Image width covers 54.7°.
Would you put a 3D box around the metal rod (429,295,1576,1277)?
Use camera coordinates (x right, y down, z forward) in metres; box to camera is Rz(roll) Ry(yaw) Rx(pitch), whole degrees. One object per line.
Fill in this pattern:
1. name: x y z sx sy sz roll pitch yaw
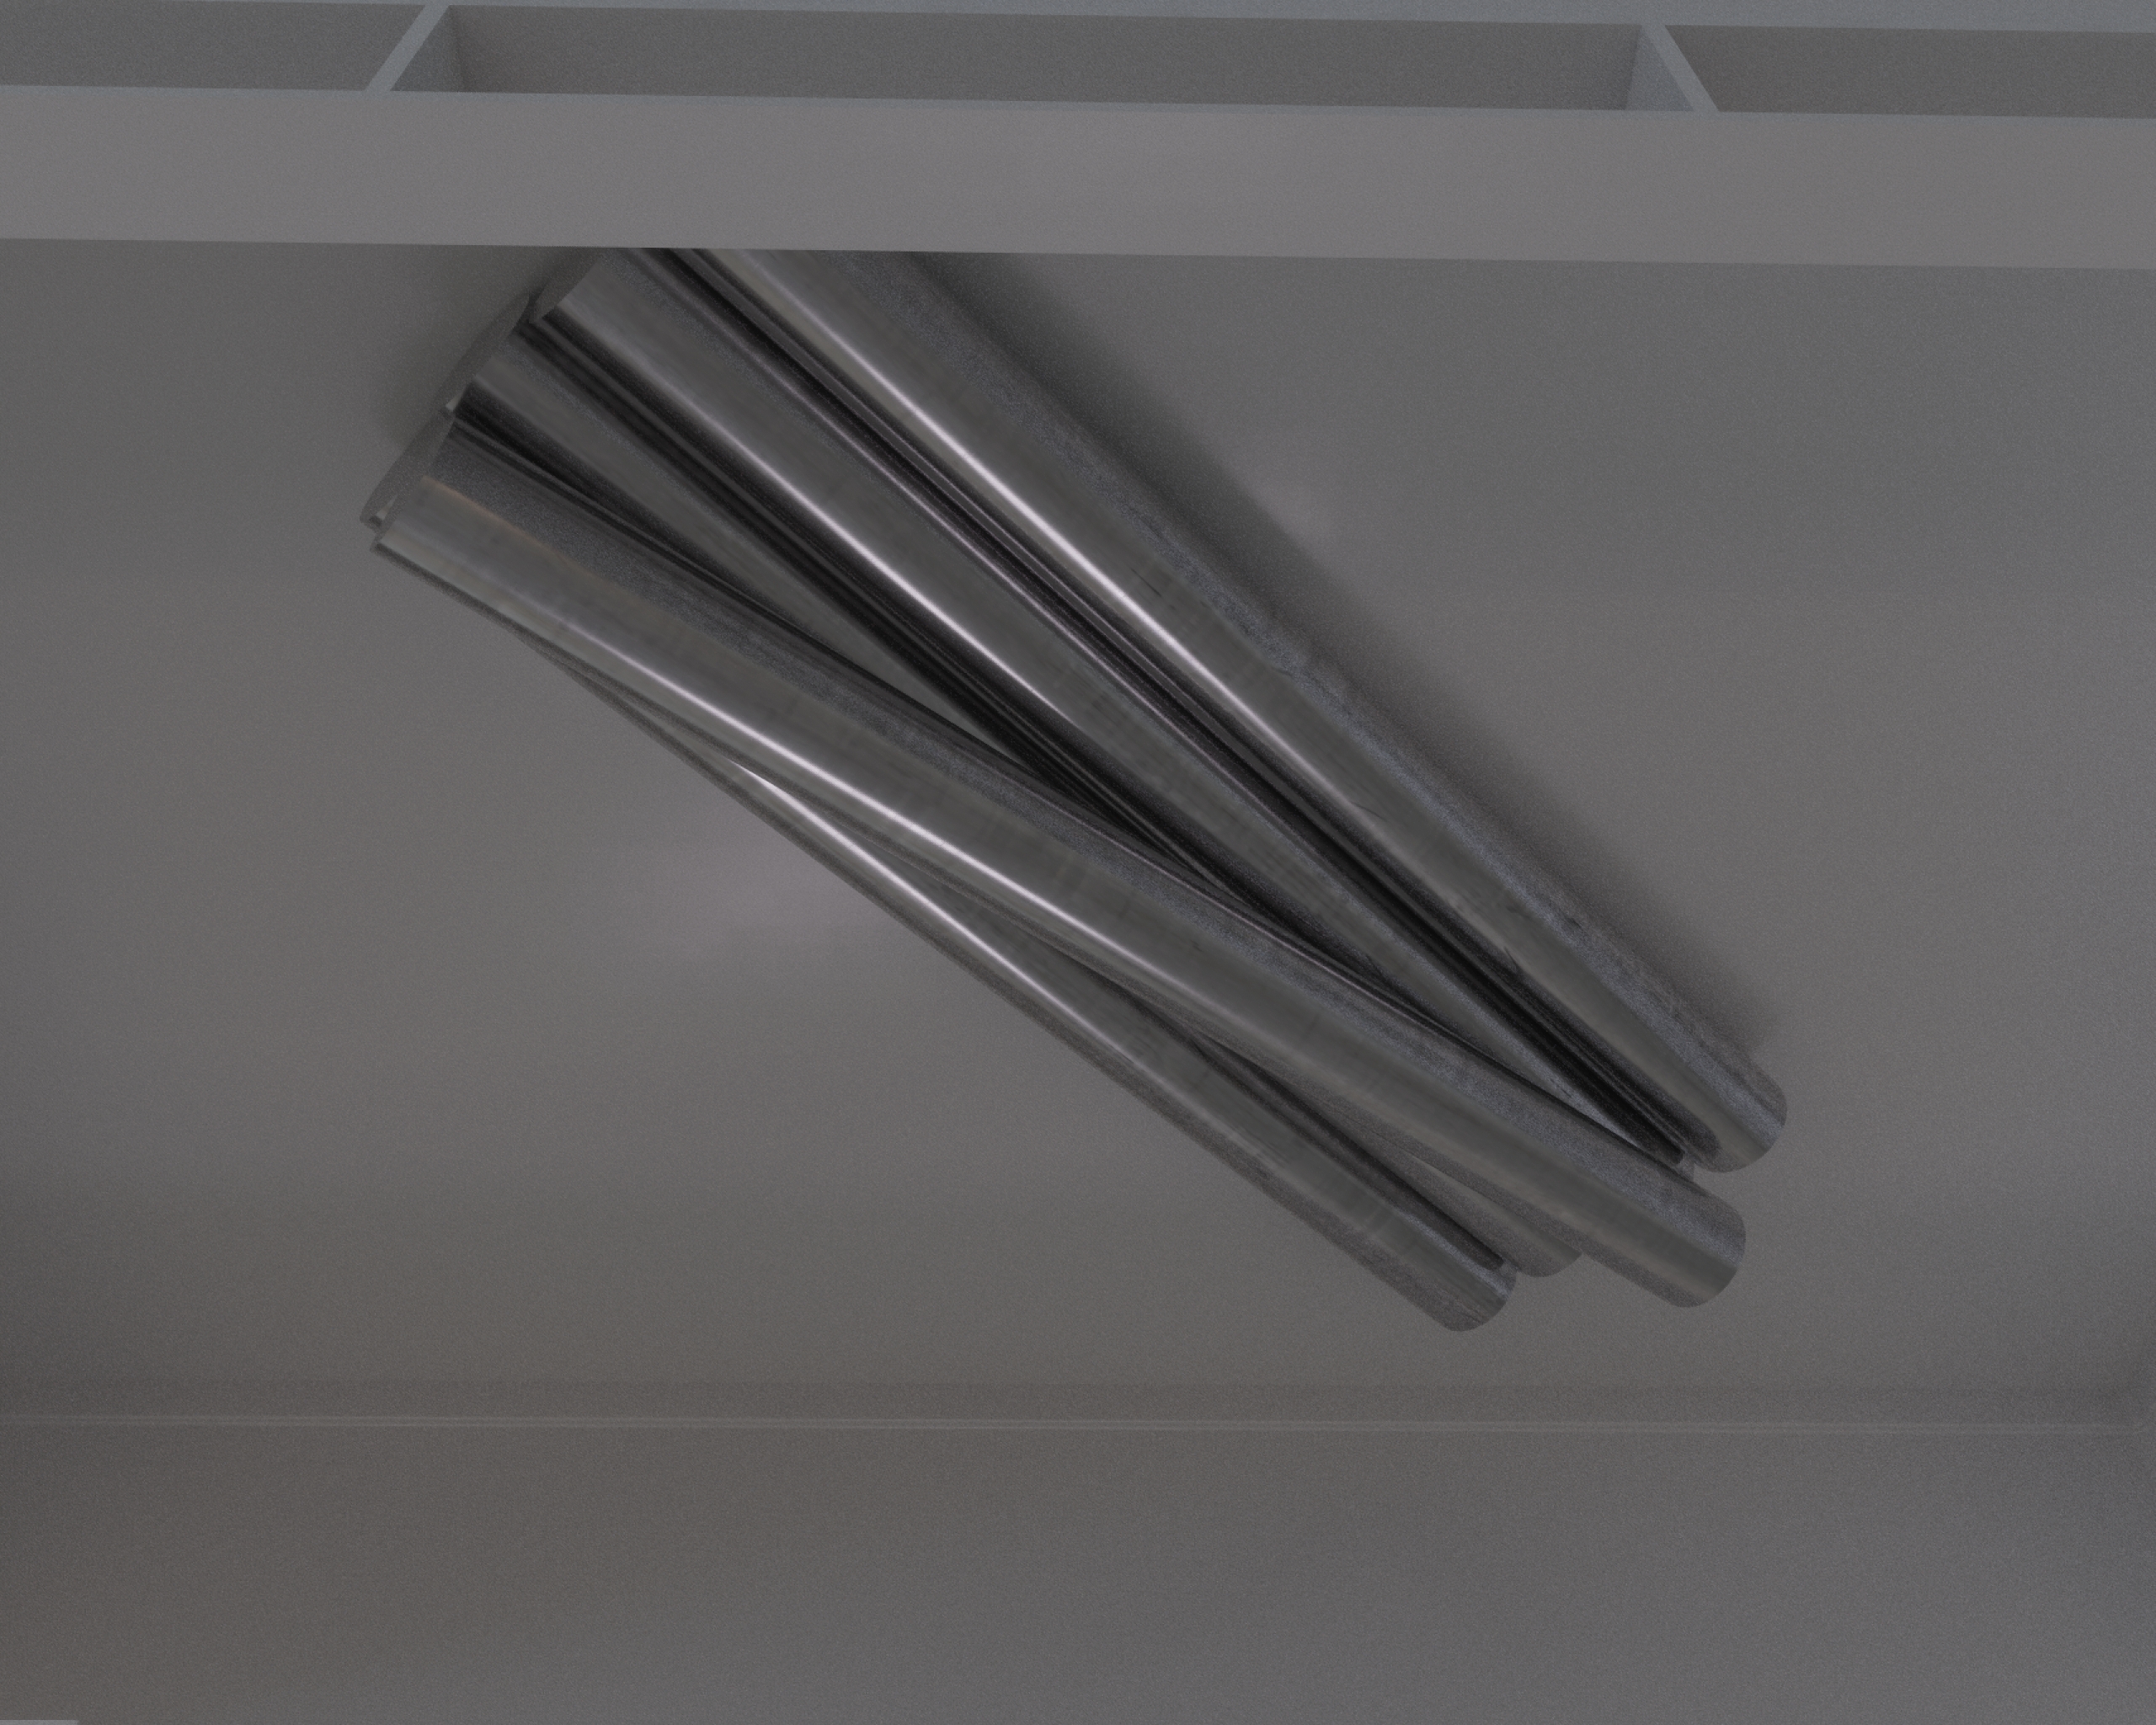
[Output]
1. metal rod: 0.006 0.001 0.408 0.025 0.025 0.301 -36 122 26

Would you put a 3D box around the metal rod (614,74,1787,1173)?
1. metal rod: 0.041 -0.026 0.385 0.025 0.025 0.301 -36 122 26

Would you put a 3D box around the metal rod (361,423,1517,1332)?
1. metal rod: -0.009 0.016 0.421 0.025 0.025 0.301 -36 122 26

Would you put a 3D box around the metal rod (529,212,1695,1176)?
1. metal rod: 0.025 -0.011 0.398 0.025 0.025 0.301 -36 122 26

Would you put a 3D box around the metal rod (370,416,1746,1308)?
1. metal rod: 0.015 0.012 0.384 0.301 0.025 0.025 31 123 -24
